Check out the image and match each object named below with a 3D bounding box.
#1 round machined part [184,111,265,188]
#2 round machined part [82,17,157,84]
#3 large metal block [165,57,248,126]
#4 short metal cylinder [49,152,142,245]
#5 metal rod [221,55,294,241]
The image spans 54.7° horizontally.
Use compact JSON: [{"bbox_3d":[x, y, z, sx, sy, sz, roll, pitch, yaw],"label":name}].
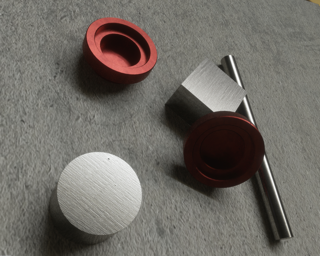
[{"bbox_3d":[0.078,0.024,0.396,0.098,0.097,0.042,29,19,-10],"label":"round machined part"},{"bbox_3d":[-0.057,-0.100,0.423,0.099,0.042,0.098,14,56,-21],"label":"round machined part"},{"bbox_3d":[0.068,-0.043,0.451,0.080,0.050,0.080,41,51,-1],"label":"large metal block"},{"bbox_3d":[-0.065,0.071,0.310,0.081,0.050,0.080,14,56,-21],"label":"short metal cylinder"},{"bbox_3d":[0.139,0.013,0.470,0.025,0.025,0.299,5,59,-26],"label":"metal rod"}]
